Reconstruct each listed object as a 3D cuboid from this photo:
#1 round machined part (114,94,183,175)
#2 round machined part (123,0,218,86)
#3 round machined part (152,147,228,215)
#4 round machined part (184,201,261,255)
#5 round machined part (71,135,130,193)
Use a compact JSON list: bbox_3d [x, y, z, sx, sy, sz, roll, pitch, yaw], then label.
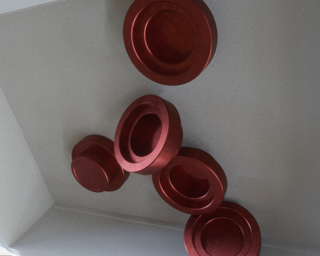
[{"bbox_3d":[-0.010,0.011,0.387,0.098,0.098,0.042,-26,146,37],"label":"round machined part"},{"bbox_3d":[0.014,-0.098,0.330,0.098,0.042,0.097,13,124,21],"label":"round machined part"},{"bbox_3d":[0.042,0.066,0.416,0.098,0.042,0.097,13,124,21],"label":"round machined part"},{"bbox_3d":[0.084,0.151,0.415,0.098,0.098,0.042,8,142,24],"label":"round machined part"},{"bbox_3d":[-0.100,0.063,0.489,0.098,0.042,0.097,13,124,21],"label":"round machined part"}]
